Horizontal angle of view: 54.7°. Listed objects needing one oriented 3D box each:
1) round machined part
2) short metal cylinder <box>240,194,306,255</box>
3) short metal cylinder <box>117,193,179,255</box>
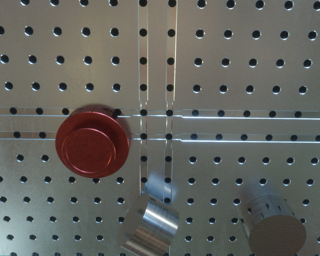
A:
[{"bbox_3d":[-0.091,0.025,0.413,0.099,0.042,0.097,0,110,0],"label":"round machined part"},{"bbox_3d":[0.164,0.146,0.455,0.081,0.050,0.079,0,110,0],"label":"short metal cylinder"},{"bbox_3d":[-0.017,0.139,0.435,0.050,0.080,0.080,33,107,-12],"label":"short metal cylinder"}]
